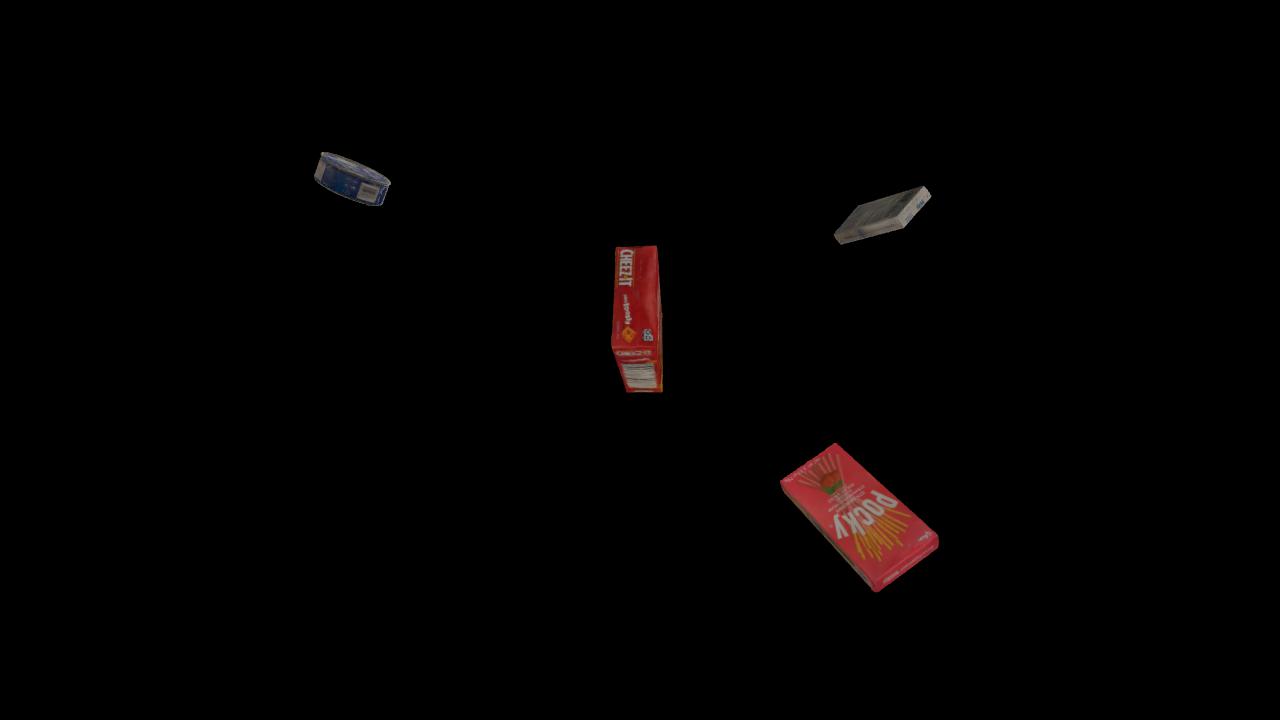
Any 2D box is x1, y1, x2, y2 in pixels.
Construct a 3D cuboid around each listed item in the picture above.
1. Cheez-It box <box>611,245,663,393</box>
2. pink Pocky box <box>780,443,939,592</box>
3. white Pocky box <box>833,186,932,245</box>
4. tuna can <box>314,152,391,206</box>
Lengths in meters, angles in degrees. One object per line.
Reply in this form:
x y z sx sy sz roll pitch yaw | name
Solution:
0.000 -0.055 0.980 0.071 0.166 0.223 -1 -20 3 | Cheez-It box
0.232 0.164 0.667 0.084 0.029 0.155 -33 42 -7 | pink Pocky box
0.403 -0.242 1.036 0.028 0.084 0.154 47 -14 -15 | white Pocky box
-0.361 -0.226 0.773 0.084 0.034 0.084 25 15 -7 | tuna can
